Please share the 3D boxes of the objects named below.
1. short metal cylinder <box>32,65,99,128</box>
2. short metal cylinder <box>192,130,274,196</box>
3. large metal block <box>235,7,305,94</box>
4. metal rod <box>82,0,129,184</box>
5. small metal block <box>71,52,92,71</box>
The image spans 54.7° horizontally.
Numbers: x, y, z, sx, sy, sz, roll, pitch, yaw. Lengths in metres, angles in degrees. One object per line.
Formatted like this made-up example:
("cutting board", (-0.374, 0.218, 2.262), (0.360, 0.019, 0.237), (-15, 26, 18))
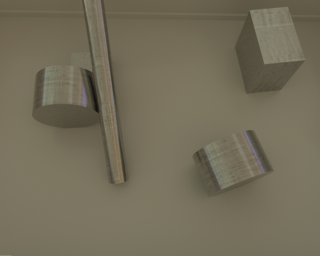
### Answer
("short metal cylinder", (-0.117, -0.037, 0.393), (0.081, 0.080, 0.050), (-3, 70, -2))
("short metal cylinder", (0.085, 0.043, 0.366), (0.081, 0.080, 0.050), (-19, 71, -7))
("large metal block", (0.144, -0.102, 0.420), (0.050, 0.080, 0.080), (-7, 70, -3))
("metal rod", (-0.070, -0.081, 0.374), (0.025, 0.025, 0.298), (-8, 95, -3))
("small metal block", (-0.098, -0.079, 0.437), (0.050, 0.025, 0.050), (-3, 70, -2))
